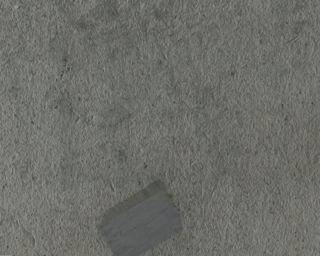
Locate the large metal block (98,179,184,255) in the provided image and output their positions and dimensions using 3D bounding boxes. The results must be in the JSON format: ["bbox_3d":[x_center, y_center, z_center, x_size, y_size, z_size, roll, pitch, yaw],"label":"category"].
[{"bbox_3d":[-0.021,0.111,0.382,0.080,0.080,0.050,-30,90,0],"label":"large metal block"}]
